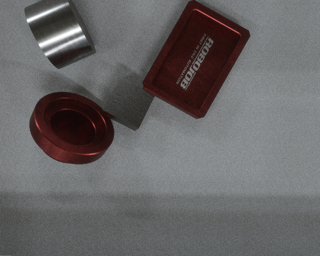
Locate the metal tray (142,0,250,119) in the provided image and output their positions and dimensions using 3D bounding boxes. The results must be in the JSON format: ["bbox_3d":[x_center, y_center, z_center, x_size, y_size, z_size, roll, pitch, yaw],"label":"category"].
[{"bbox_3d":[0.047,-0.088,0.409,0.090,0.030,0.130,29,90,-1],"label":"metal tray"}]

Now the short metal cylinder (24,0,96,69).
[{"bbox_3d":[-0.120,-0.120,0.382,0.050,0.080,0.080,-24,90,0],"label":"short metal cylinder"}]

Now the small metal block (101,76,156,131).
[{"bbox_3d":[-0.041,-0.031,0.401,0.050,0.025,0.050,28,75,-10],"label":"small metal block"}]

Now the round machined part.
[{"bbox_3d":[-0.111,0.005,0.383,0.098,0.098,0.042,40,126,0],"label":"round machined part"}]
